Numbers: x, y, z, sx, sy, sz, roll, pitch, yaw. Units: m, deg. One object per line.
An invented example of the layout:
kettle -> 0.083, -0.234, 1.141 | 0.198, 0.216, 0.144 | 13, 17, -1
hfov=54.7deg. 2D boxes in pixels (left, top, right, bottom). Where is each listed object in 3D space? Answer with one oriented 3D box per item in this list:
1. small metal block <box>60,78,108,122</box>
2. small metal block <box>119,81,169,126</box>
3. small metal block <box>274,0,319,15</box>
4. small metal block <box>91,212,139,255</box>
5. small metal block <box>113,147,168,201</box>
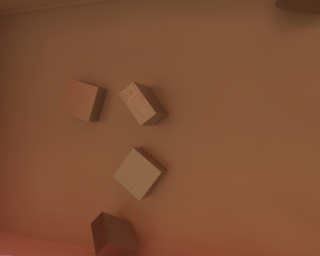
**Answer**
small metal block -> -0.111, -0.040, 0.450 | 0.050, 0.025, 0.050 | 19, 96, 19
small metal block -> -0.020, -0.030, 0.404 | 0.025, 0.050, 0.050 | -39, 78, 16
small metal block -> 0.159, -0.152, 0.332 | 0.050, 0.025, 0.050 | 1, 121, -13
small metal block -> -0.060, 0.144, 0.407 | 0.025, 0.050, 0.050 | -47, 36, 14
small metal block -> -0.027, 0.061, 0.420 | 0.050, 0.025, 0.050 | 39, 102, 15
